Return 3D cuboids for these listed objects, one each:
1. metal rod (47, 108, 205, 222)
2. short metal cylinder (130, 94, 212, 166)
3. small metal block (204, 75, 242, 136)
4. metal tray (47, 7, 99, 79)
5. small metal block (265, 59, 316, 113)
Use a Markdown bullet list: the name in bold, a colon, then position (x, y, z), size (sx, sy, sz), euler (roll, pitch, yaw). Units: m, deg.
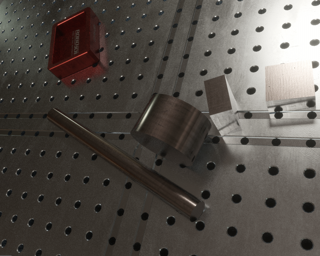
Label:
- **metal rod**: position (-0.067, 0.034, 0.420), size (0.300, 0.025, 0.025), euler (27, 77, 37)
- **short metal cylinder**: position (0.013, 0.003, 0.363), size (0.080, 0.080, 0.050), euler (18, 71, 34)
- **small metal block**: position (0.075, -0.026, 0.368), size (0.025, 0.050, 0.050), euler (-16, 55, 19)
- **metal tray**: position (-0.162, -0.163, 0.586), size (0.090, 0.030, 0.130), euler (-20, 54, 16)
- **small metal block**: position (0.150, -0.048, 0.359), size (0.050, 0.025, 0.050), euler (-5, 59, 25)
